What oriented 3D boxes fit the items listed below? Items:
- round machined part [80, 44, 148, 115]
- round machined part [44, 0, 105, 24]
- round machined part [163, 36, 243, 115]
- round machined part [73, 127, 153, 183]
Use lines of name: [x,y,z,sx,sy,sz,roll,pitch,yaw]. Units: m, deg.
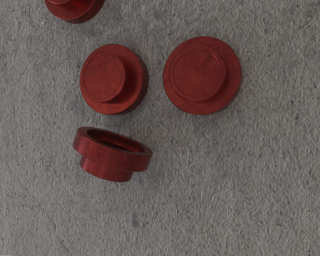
round machined part: [-0.069,-0.067,0.424,0.098,0.042,0.097,0,90,20]
round machined part: [-0.129,-0.205,0.446,0.098,0.042,0.097,0,90,20]
round machined part: [0.050,-0.065,0.382,0.098,0.042,0.097,0,90,20]
round machined part: [-0.062,0.035,0.392,0.098,0.098,0.042,22,98,18]
